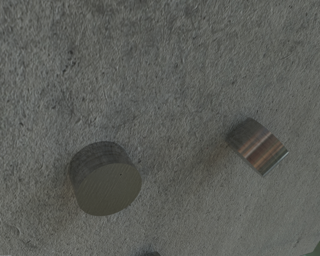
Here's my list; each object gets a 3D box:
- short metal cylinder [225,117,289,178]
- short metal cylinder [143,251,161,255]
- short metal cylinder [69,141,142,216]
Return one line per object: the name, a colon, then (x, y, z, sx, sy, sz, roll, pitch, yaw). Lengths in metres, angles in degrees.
short metal cylinder: (0.144, 0.029, 0.468, 0.050, 0.080, 0.080, -45, 129, 3)
short metal cylinder: (-0.017, 0.256, 0.520, 0.050, 0.080, 0.079, -14, 124, -21)
short metal cylinder: (-0.070, 0.064, 0.392, 0.081, 0.050, 0.079, -14, 124, -21)
